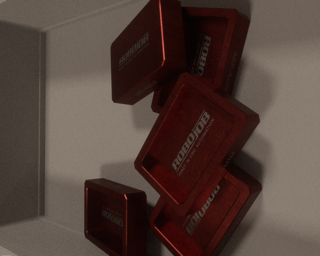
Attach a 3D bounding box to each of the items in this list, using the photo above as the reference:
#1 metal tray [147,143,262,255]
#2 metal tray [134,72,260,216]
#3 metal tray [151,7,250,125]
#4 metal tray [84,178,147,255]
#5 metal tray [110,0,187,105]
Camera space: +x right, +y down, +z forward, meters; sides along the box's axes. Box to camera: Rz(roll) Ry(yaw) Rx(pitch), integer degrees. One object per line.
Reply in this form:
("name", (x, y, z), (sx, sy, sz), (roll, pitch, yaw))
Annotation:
("metal tray", (0.046, 0.093, 0.363), (0.090, 0.030, 0.129), (39, 113, 33))
("metal tray", (0.033, 0.017, 0.334), (0.090, 0.030, 0.129), (42, 115, 31))
("metal tray", (0.044, -0.072, 0.365), (0.090, 0.030, 0.129), (20, 103, 38))
("metal tray", (-0.067, 0.125, 0.435), (0.130, 0.030, 0.089), (1, 91, 54))
("metal tray", (-0.021, -0.091, 0.387), (0.130, 0.030, 0.090), (-25, 64, 53))
